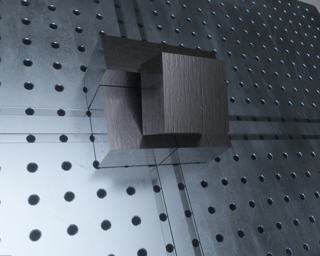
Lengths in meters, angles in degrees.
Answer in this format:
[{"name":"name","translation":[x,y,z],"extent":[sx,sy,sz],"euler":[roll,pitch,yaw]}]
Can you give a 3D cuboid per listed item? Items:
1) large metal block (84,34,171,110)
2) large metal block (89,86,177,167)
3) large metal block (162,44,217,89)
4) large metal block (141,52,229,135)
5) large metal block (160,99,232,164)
[{"name":"large metal block","translation":[-0.044,-0.065,0.389],"extent":[0.081,0.080,0.050],"euler":[1,62,-28]},{"name":"large metal block","translation":[-0.035,-0.001,0.373],"extent":[0.081,0.050,0.080],"euler":[1,62,-28]},{"name":"large metal block","translation":[0.028,-0.064,0.427],"extent":[0.081,0.080,0.050],"euler":[1,62,-28]},{"name":"large metal block","translation":[0.027,-0.033,0.343],"extent":[0.081,0.050,0.080],"euler":[0,86,-29]},{"name":"large metal block","translation":[0.038,0.000,0.411],"extent":[0.081,0.050,0.080],"euler":[1,62,-28]}]
